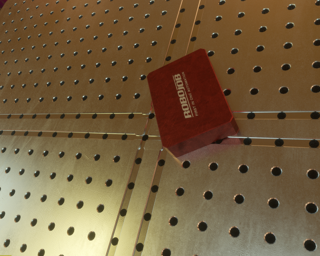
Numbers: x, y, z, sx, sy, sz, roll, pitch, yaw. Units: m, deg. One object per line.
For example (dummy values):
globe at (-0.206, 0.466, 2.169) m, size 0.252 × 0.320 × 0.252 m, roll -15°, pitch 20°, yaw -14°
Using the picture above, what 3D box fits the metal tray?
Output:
metal tray at (0.038, -0.036, 0.408) m, size 0.090 × 0.030 × 0.130 m, roll -23°, pitch 53°, yaw 14°
